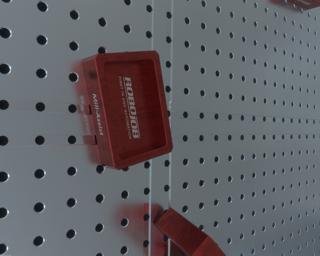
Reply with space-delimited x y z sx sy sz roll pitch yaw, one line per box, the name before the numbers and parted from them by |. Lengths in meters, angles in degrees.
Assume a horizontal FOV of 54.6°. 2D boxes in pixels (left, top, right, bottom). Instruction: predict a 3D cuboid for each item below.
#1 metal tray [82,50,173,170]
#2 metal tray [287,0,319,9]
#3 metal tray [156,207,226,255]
metal tray | -0.035 -0.024 0.375 0.091 0.030 0.129 -15 100 -39
metal tray | 0.305 -0.313 0.658 0.131 0.030 0.090 -5 94 -40
metal tray | 0.059 0.169 0.410 0.030 0.090 0.130 -45 119 -15
